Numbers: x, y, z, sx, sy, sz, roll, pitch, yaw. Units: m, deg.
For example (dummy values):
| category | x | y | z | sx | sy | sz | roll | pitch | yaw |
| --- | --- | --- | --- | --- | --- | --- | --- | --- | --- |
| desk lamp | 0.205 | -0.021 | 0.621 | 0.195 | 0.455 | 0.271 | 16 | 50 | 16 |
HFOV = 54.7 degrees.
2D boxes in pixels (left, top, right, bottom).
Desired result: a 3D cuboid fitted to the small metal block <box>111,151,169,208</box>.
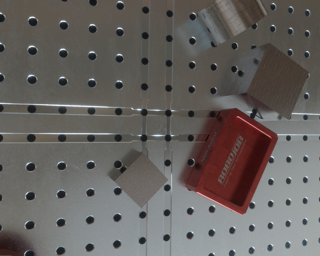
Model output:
| category | x | y | z | sx | sy | sz | roll | pitch | yaw |
| --- | --- | --- | --- | --- | --- | --- | --- | --- | --- |
| small metal block | -0.027 | 0.066 | 0.403 | 0.050 | 0.025 | 0.050 | -45 | 104 | -14 |

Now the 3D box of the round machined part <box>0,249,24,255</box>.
| category | x | y | z | sx | sy | sz | roll | pitch | yaw |
| --- | --- | --- | --- | --- | --- | --- | --- | --- | --- |
| round machined part | -0.182 | 0.180 | 0.337 | 0.099 | 0.042 | 0.097 | 0 | 90 | -20 |

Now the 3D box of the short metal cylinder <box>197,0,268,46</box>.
| category | x | y | z | sx | sy | sz | roll | pitch | yaw |
| --- | --- | --- | --- | --- | --- | --- | --- | --- | --- |
| short metal cylinder | 0.097 | -0.155 | 0.419 | 0.080 | 0.080 | 0.050 | -37 | 102 | -16 |

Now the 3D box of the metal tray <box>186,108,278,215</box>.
| category | x | y | z | sx | sy | sz | roll | pitch | yaw |
| --- | --- | --- | --- | --- | --- | --- | --- | --- | --- |
| metal tray | 0.106 | 0.047 | 0.449 | 0.090 | 0.030 | 0.130 | 30 | 80 | -18 |

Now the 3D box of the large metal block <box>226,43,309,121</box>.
| category | x | y | z | sx | sy | sz | roll | pitch | yaw |
| --- | --- | --- | --- | --- | --- | --- | --- | --- | --- |
| large metal block | 0.159 | -0.065 | 0.458 | 0.080 | 0.050 | 0.080 | 29 | 81 | -18 |
